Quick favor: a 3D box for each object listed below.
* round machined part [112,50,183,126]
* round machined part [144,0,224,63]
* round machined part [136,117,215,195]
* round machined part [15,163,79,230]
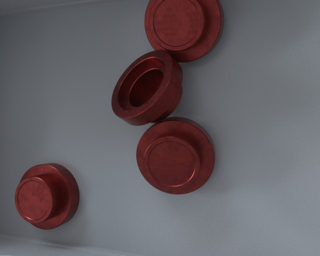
[{"bbox_3d":[-0.011,-0.045,0.388,0.098,0.042,0.098,-24,48,30],"label":"round machined part"},{"bbox_3d":[0.026,-0.129,0.379,0.098,0.042,0.097,6,108,19],"label":"round machined part"},{"bbox_3d":[0.018,0.038,0.382,0.098,0.042,0.097,3,104,12],"label":"round machined part"},{"bbox_3d":[-0.174,0.103,0.461,0.098,0.042,0.097,0,90,19],"label":"round machined part"}]
